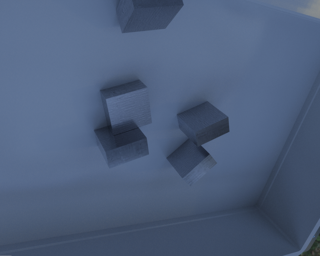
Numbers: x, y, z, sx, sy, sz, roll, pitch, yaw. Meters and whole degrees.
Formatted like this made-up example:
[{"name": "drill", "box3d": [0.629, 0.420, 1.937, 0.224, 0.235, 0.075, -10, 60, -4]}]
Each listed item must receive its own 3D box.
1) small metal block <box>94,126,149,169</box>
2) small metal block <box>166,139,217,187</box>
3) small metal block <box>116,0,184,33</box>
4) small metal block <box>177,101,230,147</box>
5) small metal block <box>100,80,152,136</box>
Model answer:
[{"name": "small metal block", "box3d": [-0.048, 0.017, 0.379, 0.050, 0.050, 0.025, -18, 126, -18]}, {"name": "small metal block", "box3d": [0.045, 0.047, 0.448, 0.050, 0.050, 0.025, -42, 130, 0]}, {"name": "small metal block", "box3d": [-0.012, -0.120, 0.310, 0.050, 0.050, 0.025, -13, 86, -22]}, {"name": "small metal block", "box3d": [0.058, -0.007, 0.422, 0.050, 0.050, 0.025, -24, 127, -14]}, {"name": "small metal block", "box3d": [-0.040, -0.025, 0.373, 0.050, 0.025, 0.050, -19, 126, -18]}]
